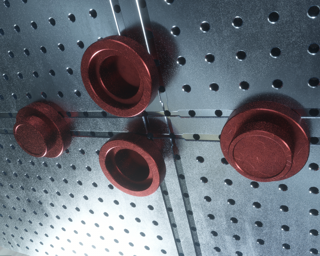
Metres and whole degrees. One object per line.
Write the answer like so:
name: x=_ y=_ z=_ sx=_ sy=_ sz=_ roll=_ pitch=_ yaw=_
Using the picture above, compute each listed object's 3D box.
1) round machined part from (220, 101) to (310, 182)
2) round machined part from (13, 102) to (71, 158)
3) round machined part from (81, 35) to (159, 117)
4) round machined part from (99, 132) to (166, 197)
round machined part: x=0.116 y=0.022 z=0.353 sx=0.098 sy=0.042 sz=0.097 roll=13 pitch=124 yaw=21
round machined part: x=-0.201 y=0.010 z=0.513 sx=0.098 sy=0.042 sz=0.097 roll=13 pitch=124 yaw=21
round machined part: x=-0.045 y=-0.066 z=0.384 sx=0.098 sy=0.042 sz=0.097 roll=13 pitch=124 yaw=21
round machined part: x=-0.036 y=0.048 z=0.449 sx=0.098 sy=0.042 sz=0.097 roll=13 pitch=124 yaw=21
